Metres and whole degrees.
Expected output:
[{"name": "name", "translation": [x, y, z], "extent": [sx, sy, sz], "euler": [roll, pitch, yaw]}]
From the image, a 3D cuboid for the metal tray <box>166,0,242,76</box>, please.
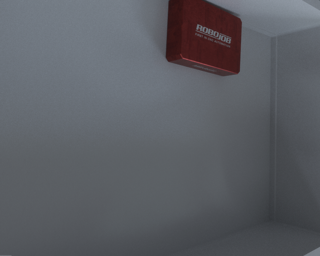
[{"name": "metal tray", "translation": [0.069, -0.133, 0.461], "extent": [0.131, 0.030, 0.089], "euler": [5, 87, -40]}]
